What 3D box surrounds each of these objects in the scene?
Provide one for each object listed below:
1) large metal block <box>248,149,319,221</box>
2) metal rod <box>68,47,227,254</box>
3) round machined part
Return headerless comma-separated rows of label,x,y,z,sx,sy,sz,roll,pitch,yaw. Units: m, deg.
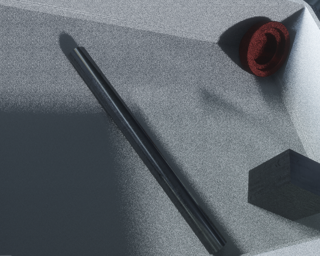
large metal block,0.178,0.080,0.420,0.080,0.080,0.050,24,53,-14
metal rod,-0.021,0.020,0.383,0.025,0.025,0.299,-30,78,-38
round machined part,0.183,-0.145,0.562,0.099,0.097,0.042,1,21,-28
